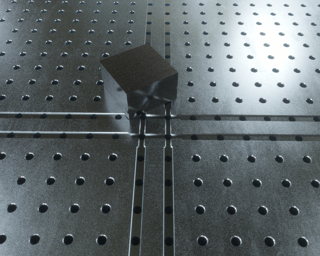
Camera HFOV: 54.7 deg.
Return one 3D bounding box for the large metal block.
[{"bbox_3d":[-0.031,-0.070,0.450,0.081,0.050,0.080,-26,55,-21],"label":"large metal block"}]
